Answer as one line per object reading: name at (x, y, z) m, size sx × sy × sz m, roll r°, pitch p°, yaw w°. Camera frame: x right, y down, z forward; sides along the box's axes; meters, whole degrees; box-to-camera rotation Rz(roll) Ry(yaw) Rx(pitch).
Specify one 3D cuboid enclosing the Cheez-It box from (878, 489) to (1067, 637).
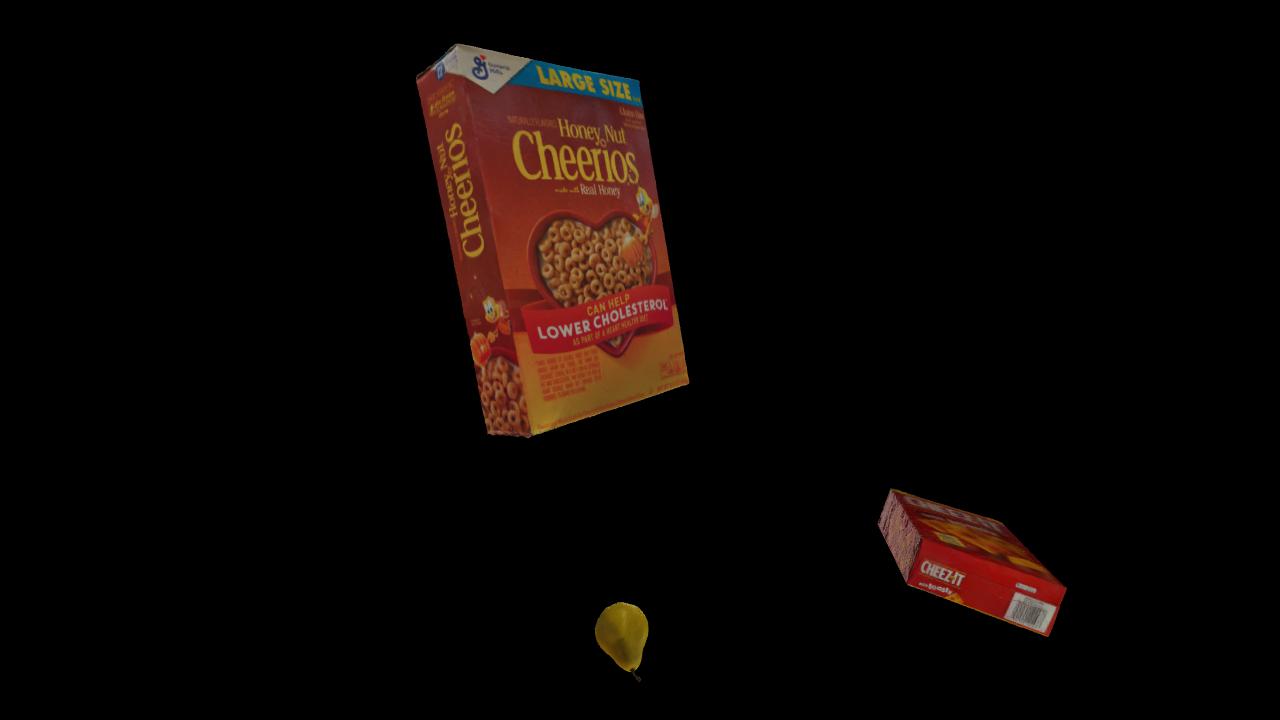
Cheez-It box at (0.425, 0.255, 0.819) m, size 0.166 × 0.071 × 0.223 m, roll 18°, pitch 8°, yaw 11°

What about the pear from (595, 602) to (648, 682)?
pear at (-0.025, 0.411, 0.889) m, size 0.080 × 0.080 × 0.111 m, roll 0°, pitch 32°, yaw -5°

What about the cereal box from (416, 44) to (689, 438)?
cereal box at (-0.065, -0.104, 0.556) m, size 0.081 × 0.306 × 0.203 m, roll -5°, pitch 7°, yaw 43°
